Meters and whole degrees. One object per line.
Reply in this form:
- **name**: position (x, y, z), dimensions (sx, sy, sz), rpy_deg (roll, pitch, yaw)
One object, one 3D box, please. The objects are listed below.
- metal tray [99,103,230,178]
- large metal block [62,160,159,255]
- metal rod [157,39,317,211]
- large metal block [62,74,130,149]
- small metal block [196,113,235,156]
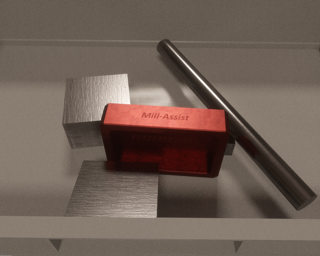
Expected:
- **metal tray**: position (0.005, 0.017, 0.348), dimensions (0.131, 0.089, 0.030), rpy_deg (4, 50, 2)
- **large metal block**: position (-0.043, 0.079, 0.310), dimensions (0.081, 0.050, 0.080), rpy_deg (1, 36, 1)
- **metal rod**: position (0.077, -0.026, 0.395), dimensions (0.025, 0.025, 0.300), rpy_deg (-22, 53, -18)
- **large metal block**: position (-0.079, -0.023, 0.407), dimensions (0.081, 0.050, 0.080), rpy_deg (-6, 50, -5)
- **small metal block**: position (0.067, 0.007, 0.400), dimensions (0.050, 0.025, 0.050), rpy_deg (2, 50, 1)
